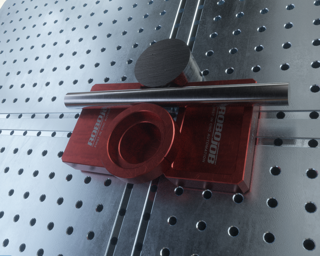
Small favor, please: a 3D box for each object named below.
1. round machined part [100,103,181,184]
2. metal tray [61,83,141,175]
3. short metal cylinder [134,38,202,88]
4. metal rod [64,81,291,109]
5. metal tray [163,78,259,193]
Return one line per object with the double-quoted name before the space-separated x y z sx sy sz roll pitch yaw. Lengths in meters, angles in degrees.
"round machined part" -0.020 0.022 0.378 0.098 0.042 0.098 -13 56 21
"metal tray" -0.075 -0.002 0.439 0.090 0.030 0.130 3 63 29
"short metal cylinder" 0.012 -0.076 0.427 0.080 0.050 0.080 -13 56 21
"metal rod" 0.000 -0.038 0.387 0.300 0.025 0.025 1 62 28
"metal tray" 0.063 0.005 0.363 0.090 0.030 0.130 1 62 28
